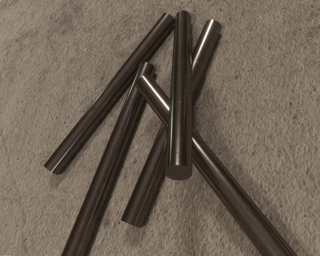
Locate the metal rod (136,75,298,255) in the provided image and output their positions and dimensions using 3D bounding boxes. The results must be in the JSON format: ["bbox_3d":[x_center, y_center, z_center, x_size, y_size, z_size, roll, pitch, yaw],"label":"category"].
[{"bbox_3d":[0.054,0.042,0.328,0.025,0.025,0.300,-38,58,3],"label":"metal rod"}]

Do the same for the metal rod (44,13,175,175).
[{"bbox_3d":[-0.071,-0.058,0.474,0.025,0.025,0.300,28,76,37],"label":"metal rod"}]

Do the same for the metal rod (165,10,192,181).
[{"bbox_3d":[0.027,-0.067,0.388,0.025,0.025,0.300,-15,43,20],"label":"metal rod"}]

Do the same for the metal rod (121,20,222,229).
[{"bbox_3d":[0.022,-0.020,0.403,0.025,0.025,0.300,10,67,32],"label":"metal rod"}]

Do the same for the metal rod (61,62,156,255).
[{"bbox_3d":[-0.064,0.039,0.411,0.025,0.025,0.300,6,64,30],"label":"metal rod"}]
